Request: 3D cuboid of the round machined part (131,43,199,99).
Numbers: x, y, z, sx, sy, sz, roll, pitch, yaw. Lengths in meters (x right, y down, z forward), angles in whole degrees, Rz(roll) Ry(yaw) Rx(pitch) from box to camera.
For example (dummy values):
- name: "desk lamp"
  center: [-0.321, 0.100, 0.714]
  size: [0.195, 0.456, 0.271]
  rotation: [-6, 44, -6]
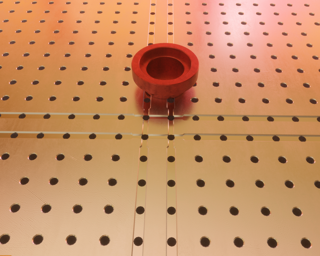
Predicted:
- name: "round machined part"
  center: [0.008, -0.082, 0.466]
  size: [0.099, 0.042, 0.098]
  rotation: [0, 50, 0]
